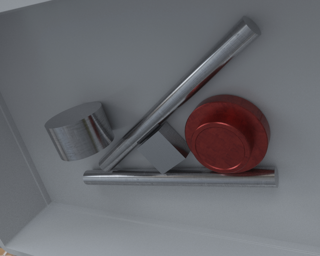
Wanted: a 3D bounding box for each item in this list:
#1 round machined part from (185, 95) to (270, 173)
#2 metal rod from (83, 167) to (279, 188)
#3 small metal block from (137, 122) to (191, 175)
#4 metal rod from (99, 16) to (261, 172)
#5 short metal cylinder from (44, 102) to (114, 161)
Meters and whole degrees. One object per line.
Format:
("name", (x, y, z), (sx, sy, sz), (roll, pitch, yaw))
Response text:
("round machined part", (0.075, 0.014, 0.362), (0.098, 0.042, 0.097), (13, 124, 20))
("metal rod", (0.010, 0.071, 0.444), (0.300, 0.025, 0.025), (-5, 116, 30))
("small metal block", (0.006, 0.028, 0.419), (0.050, 0.025, 0.050), (46, 129, -4))
("metal rod", (0.002, -0.021, 0.391), (0.025, 0.025, 0.299), (45, 129, -4))
("short metal cylinder", (-0.110, 0.003, 0.430), (0.080, 0.080, 0.050), (-5, 116, 30))
